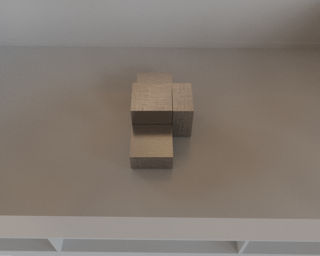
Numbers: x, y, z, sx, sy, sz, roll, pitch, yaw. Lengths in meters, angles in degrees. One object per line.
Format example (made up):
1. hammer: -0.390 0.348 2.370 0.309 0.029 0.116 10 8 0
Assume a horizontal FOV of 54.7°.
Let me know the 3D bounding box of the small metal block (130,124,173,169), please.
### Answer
1. small metal block: -0.010 0.023 0.384 0.050 0.025 0.050 0 50 0

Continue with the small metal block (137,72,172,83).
1. small metal block: -0.008 -0.055 0.448 0.050 0.025 0.050 0 50 0

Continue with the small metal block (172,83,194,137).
1. small metal block: 0.028 -0.024 0.406 0.025 0.050 0.050 0 50 0

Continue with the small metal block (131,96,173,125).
1. small metal block: -0.010 -0.014 0.398 0.050 0.050 0.025 0 50 0

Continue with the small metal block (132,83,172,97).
1. small metal block: -0.010 -0.033 0.414 0.050 0.050 0.025 0 50 0
